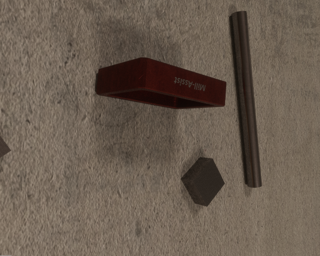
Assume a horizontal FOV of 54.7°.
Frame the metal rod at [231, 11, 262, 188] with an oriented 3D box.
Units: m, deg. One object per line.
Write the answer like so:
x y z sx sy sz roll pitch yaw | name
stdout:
0.150 -0.045 0.533 0.025 0.025 0.298 -12 98 -40 | metal rod

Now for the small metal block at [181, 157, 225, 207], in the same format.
0.065 0.079 0.462 0.050 0.025 0.050 -43 116 -32 | small metal block

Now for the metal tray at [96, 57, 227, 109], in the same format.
0.004 -0.047 0.367 0.131 0.090 0.030 7 86 -40 | metal tray

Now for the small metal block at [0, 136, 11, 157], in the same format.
-0.168 0.013 0.265 0.050 0.025 0.050 -41 115 -33 | small metal block
